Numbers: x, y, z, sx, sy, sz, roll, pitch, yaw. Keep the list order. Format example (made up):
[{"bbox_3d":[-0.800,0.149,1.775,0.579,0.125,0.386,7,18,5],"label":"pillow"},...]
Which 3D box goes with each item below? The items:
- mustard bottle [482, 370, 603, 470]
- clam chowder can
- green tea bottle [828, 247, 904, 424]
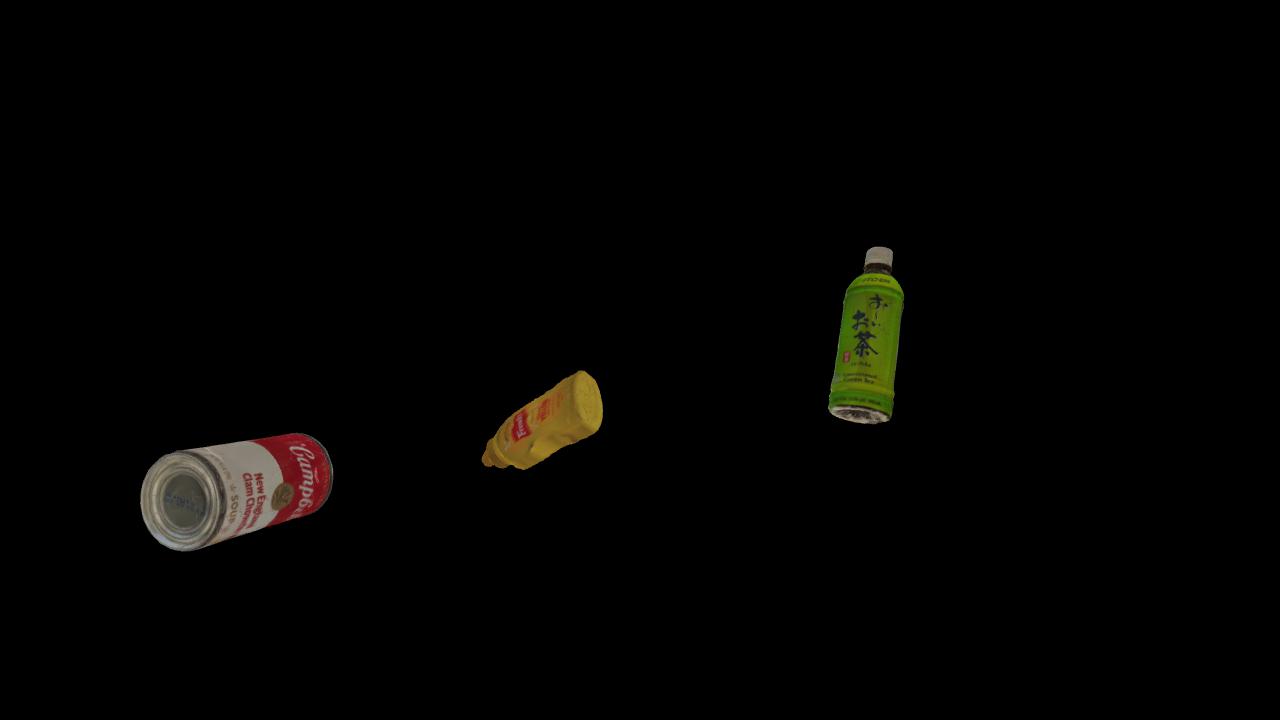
[{"bbox_3d":[-0.132,0.091,0.780,0.184,0.092,0.054,-31,-44,22],"label":"mustard bottle"},{"bbox_3d":[-0.287,0.092,0.447,0.068,0.068,0.102,0,0,14],"label":"clam chowder can"},{"bbox_3d":[0.271,-0.033,0.725,0.073,0.212,0.073,13,-18,4],"label":"green tea bottle"}]
